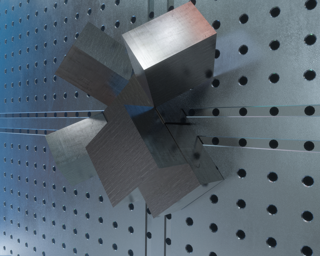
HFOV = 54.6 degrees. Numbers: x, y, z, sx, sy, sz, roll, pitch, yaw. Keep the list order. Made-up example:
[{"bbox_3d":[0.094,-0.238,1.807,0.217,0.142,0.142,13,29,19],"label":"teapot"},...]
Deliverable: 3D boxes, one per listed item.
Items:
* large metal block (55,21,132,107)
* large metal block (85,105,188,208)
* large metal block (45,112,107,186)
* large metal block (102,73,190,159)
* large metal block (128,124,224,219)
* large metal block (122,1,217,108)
[{"bbox_3d":[-0.084,-0.088,0.424,0.050,0.080,0.080,-45,24,31],"label":"large metal block"},{"bbox_3d":[-0.029,0.031,0.351,0.080,0.050,0.080,-44,64,30],"label":"large metal block"},{"bbox_3d":[-0.105,0.032,0.442,0.050,0.080,0.080,60,165,24],"label":"large metal block"},{"bbox_3d":[-0.021,-0.014,0.411,0.080,0.050,0.080,-46,63,30],"label":"large metal block"},{"bbox_3d":[0.016,0.052,0.380,0.080,0.050,0.080,-43,63,30],"label":"large metal block"},{"bbox_3d":[0.013,-0.078,0.343,0.080,0.080,0.050,-28,66,-6],"label":"large metal block"}]
